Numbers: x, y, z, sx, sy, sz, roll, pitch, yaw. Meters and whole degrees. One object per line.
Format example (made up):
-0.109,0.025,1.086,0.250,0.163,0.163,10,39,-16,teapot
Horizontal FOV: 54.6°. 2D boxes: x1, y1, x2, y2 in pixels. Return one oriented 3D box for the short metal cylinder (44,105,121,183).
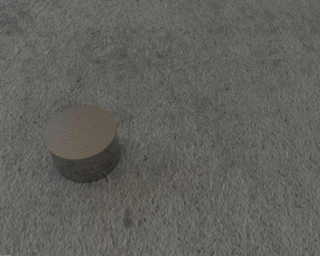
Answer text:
-0.090,0.018,0.371,0.080,0.050,0.080,0,50,0,short metal cylinder
